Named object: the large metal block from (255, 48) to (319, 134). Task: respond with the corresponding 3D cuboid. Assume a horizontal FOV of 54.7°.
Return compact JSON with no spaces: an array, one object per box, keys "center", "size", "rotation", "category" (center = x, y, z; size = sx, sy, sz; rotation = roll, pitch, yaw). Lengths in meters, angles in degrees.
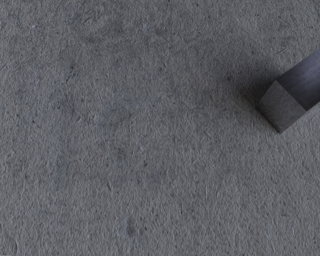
[{"center":[0.181,-0.046,0.397],"size":[0.080,0.080,0.050],"rotation":[-35,74,-12],"category":"large metal block"}]
